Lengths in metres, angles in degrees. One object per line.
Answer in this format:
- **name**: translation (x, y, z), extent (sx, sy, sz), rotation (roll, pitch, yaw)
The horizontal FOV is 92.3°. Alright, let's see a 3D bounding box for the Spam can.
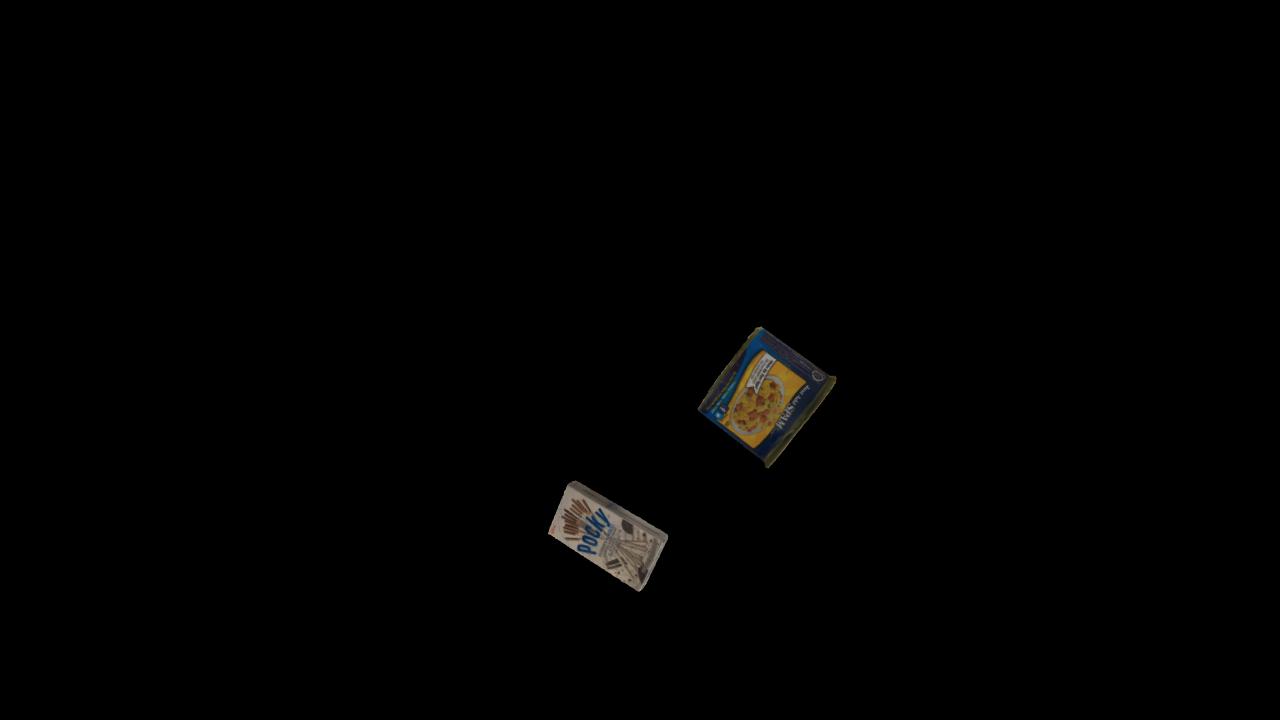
- **Spam can**: translation (0.115, 0.032, 0.566), extent (0.085, 0.101, 0.058), rotation (37, 15, 11)

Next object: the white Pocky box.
- **white Pocky box**: translation (-0.045, 0.237, 0.838), extent (0.154, 0.084, 0.028), rotation (27, 14, 17)
